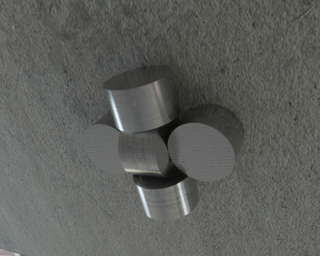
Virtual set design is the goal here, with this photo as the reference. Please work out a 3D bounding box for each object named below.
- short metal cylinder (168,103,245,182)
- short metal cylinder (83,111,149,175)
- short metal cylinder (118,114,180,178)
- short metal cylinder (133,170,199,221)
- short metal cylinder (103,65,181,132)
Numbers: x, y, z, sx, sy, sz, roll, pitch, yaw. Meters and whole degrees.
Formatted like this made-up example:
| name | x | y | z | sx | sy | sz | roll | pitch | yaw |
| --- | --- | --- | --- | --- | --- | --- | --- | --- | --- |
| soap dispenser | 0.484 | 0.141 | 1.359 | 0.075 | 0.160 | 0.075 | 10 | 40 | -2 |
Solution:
| name | x | y | z | sx | sy | sz | roll | pitch | yaw |
| --- | --- | --- | --- | --- | --- | --- | --- | --- | --- |
| short metal cylinder | 0.056 | 0.017 | 0.373 | 0.080 | 0.050 | 0.079 | 13 | 124 | 21 |
| short metal cylinder | -0.059 | 0.018 | 0.435 | 0.080 | 0.050 | 0.079 | 13 | 123 | 20 |
| short metal cylinder | -0.008 | 0.021 | 0.391 | 0.050 | 0.080 | 0.080 | 1 | 119 | 28 |
| short metal cylinder | 0.009 | 0.077 | 0.417 | 0.080 | 0.080 | 0.050 | 0 | 118 | 28 |
| short metal cylinder | -0.020 | -0.036 | 0.362 | 0.080 | 0.080 | 0.050 | 0 | 118 | 28 |
